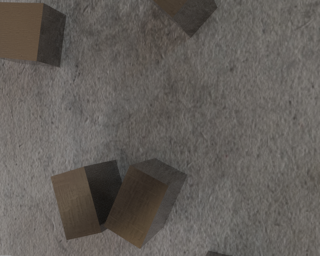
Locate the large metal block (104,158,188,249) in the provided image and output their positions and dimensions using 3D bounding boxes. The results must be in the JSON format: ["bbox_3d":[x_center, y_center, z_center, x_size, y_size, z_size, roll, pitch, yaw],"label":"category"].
[{"bbox_3d":[-0.014,0.088,0.384,0.050,0.080,0.080,26,99,18],"label":"large metal block"}]

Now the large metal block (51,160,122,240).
[{"bbox_3d":[-0.088,0.091,0.410,0.050,0.080,0.080,-18,84,19],"label":"large metal block"}]

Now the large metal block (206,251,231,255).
[{"bbox_3d":[0.084,0.187,0.350,0.080,0.080,0.050,6,92,19],"label":"large metal block"}]

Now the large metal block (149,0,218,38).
[{"bbox_3d":[0.017,-0.164,0.373,0.080,0.080,0.050,46,104,14],"label":"large metal block"}]

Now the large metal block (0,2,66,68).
[{"bbox_3d":[-0.194,-0.138,0.462,0.080,0.050,0.079,9,93,19],"label":"large metal block"}]
